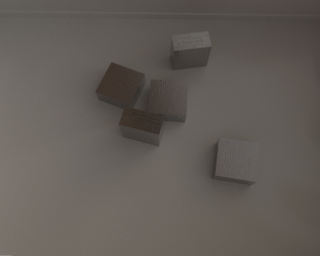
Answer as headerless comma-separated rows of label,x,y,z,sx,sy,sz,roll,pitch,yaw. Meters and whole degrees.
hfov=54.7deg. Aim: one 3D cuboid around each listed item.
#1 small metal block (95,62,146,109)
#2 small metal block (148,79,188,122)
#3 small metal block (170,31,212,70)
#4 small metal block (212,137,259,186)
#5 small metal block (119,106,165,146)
small metal block,-0.054,-0.057,0.430,0.050,0.025,0.050,21,71,7
small metal block,0.011,-0.037,0.423,0.050,0.025,0.050,4,70,1
small metal block,0.042,-0.108,0.436,0.050,0.050,0.025,-8,70,-3
small metal block,0.096,0.043,0.395,0.050,0.025,0.050,9,70,3
small metal block,-0.022,-0.001,0.396,0.050,0.050,0.025,14,71,5
